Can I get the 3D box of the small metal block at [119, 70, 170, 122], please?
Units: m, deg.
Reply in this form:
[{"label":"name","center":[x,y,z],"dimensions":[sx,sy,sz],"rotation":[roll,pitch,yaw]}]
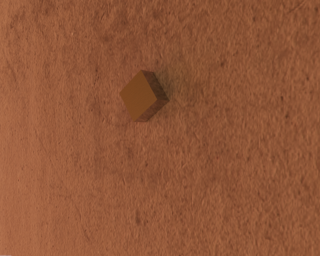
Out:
[{"label":"small metal block","center":[-0.022,-0.043,0.421],"dimensions":[0.050,0.025,0.050],"rotation":[-41,65,32]}]
